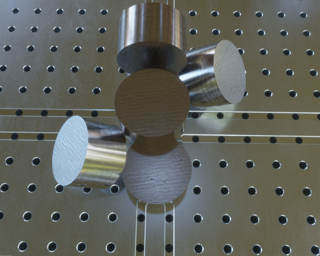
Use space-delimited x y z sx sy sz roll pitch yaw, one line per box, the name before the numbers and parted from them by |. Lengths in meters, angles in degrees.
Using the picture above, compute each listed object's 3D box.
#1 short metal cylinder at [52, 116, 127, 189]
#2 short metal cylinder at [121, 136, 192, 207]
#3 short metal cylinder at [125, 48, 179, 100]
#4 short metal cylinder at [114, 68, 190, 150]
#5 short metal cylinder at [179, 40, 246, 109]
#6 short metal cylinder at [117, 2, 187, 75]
short metal cylinder | -0.084 0.030 0.365 0.050 0.080 0.080 16 63 -42
short metal cylinder | -0.004 0.054 0.378 0.081 0.050 0.080 0 71 0
short metal cylinder | -0.007 -0.074 0.425 0.081 0.050 0.080 0 71 0
short metal cylinder | -0.008 -0.020 0.352 0.081 0.050 0.080 0 70 0
short metal cylinder | 0.069 -0.067 0.400 0.050 0.080 0.080 -7 64 41
short metal cylinder | -0.009 -0.099 0.364 0.081 0.080 0.050 0 70 0
